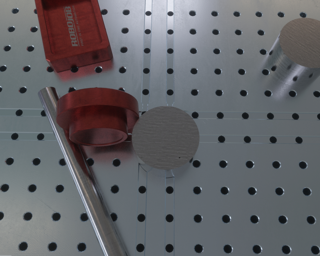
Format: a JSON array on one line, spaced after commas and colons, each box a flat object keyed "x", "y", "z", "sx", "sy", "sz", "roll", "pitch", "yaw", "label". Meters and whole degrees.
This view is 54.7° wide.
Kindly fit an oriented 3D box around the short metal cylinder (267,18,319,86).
[{"x": 0.201, "y": -0.107, "z": 0.439, "sx": 0.081, "sy": 0.050, "sz": 0.080, "roll": 0, "pitch": 70, "yaw": 0, "label": "short metal cylinder"}]

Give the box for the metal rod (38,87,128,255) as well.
[{"x": -0.089, "y": 0.076, "z": 0.383, "sx": 0.025, "sy": 0.025, "sz": 0.299, "roll": -25, "pitch": 72, "yaw": -9, "label": "metal rod"}]

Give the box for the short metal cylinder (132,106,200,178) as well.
[{"x": 0.007, "y": 0.019, "z": 0.392, "sx": 0.081, "sy": 0.050, "sz": 0.080, "roll": 0, "pitch": 70, "yaw": 0, "label": "short metal cylinder"}]

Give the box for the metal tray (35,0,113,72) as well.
[{"x": -0.130, "y": -0.155, "z": 0.464, "sx": 0.091, "sy": 0.030, "sz": 0.130, "roll": -15, "pitch": 71, "yaw": -6, "label": "metal tray"}]

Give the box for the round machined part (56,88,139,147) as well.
[{"x": -0.074, "y": -0.007, "z": 0.375, "sx": 0.099, "sy": 0.098, "sz": 0.042, "roll": -5, "pitch": 70, "yaw": -2, "label": "round machined part"}]
